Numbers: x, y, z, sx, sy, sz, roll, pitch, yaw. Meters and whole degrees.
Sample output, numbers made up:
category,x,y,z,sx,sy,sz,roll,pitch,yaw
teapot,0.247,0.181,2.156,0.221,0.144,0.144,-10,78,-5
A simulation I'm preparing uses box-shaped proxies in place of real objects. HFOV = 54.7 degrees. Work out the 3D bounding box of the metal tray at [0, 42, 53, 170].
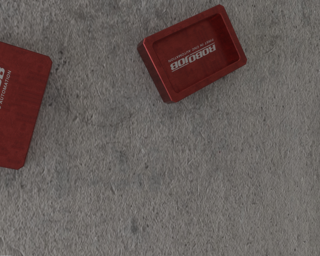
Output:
category,x,y,z,sx,sy,sz,roll,pitch,yaw
metal tray,-0.180,-0.027,0.340,0.091,0.030,0.129,15,85,-20

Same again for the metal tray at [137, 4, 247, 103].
category,x,y,z,sx,sy,sz,roll,pitch,yaw
metal tray,0.046,-0.101,0.422,0.131,0.030,0.090,-30,100,-18
